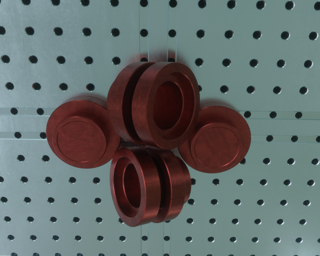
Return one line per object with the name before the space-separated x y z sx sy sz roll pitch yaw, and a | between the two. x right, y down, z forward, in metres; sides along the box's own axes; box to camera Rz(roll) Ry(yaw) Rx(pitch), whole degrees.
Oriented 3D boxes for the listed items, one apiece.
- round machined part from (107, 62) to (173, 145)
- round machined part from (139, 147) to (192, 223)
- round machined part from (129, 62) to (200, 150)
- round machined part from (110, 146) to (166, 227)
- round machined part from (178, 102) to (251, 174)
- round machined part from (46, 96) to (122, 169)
round machined part | -0.025 -0.031 0.375 0.042 0.099 0.097 11 116 39
round machined part | 0.005 0.072 0.411 0.042 0.098 0.097 -3 114 -33
round machined part | 0.002 -0.027 0.357 0.042 0.099 0.097 11 116 39
round machined part | -0.025 0.072 0.396 0.042 0.098 0.097 -3 114 -33
round machined part | 0.072 0.018 0.411 0.099 0.042 0.097 0 110 0
round machined part | -0.101 0.011 0.407 0.099 0.042 0.097 0 110 0
